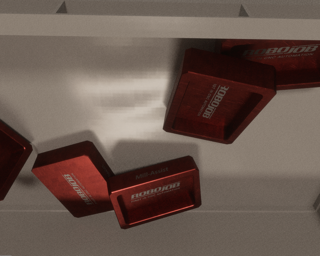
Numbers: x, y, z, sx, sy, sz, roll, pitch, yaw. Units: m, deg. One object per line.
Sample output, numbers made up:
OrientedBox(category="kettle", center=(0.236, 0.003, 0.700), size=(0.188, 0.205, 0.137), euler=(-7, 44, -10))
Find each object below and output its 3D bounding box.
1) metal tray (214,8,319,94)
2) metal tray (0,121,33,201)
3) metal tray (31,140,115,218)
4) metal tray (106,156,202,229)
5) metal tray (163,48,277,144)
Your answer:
OrientedBox(category="metal tray", center=(0.124, -0.076, 0.322), size=(0.131, 0.030, 0.090), euler=(-4, 151, 3))
OrientedBox(category="metal tray", center=(-0.233, 0.023, 0.379), size=(0.030, 0.090, 0.130), euler=(-19, 129, 31))
OrientedBox(category="metal tray", center=(-0.119, 0.083, 0.475), size=(0.090, 0.030, 0.130), euler=(-15, 129, 12))
OrientedBox(category="metal tray", center=(-0.006, 0.099, 0.467), size=(0.131, 0.030, 0.089), euler=(-15, 129, -7))
OrientedBox(category="metal tray", center=(0.058, -0.027, 0.344), size=(0.091, 0.030, 0.129), euler=(12, 153, -3))
